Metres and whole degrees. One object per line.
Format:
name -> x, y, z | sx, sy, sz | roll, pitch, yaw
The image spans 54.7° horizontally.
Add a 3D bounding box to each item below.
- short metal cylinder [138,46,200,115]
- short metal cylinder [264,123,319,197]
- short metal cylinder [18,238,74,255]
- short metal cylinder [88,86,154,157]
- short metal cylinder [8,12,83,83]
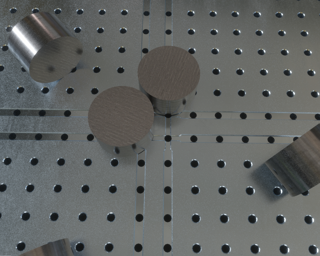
short metal cylinder -> 0.011, -0.064, 0.422 | 0.081, 0.050, 0.080 | 0, 71, -1
short metal cylinder -> 0.174, 0.038, 0.371 | 0.080, 0.080, 0.050 | -32, 74, -11
short metal cylinder -> -0.127, 0.157, 0.324 | 0.080, 0.080, 0.050 | -23, 72, -9
short metal cylinder -> -0.048, -0.007, 0.401 | 0.081, 0.050, 0.080 | 0, 70, -1
short metal cylinder -> -0.154, -0.108, 0.420 | 0.080, 0.080, 0.050 | -39, 75, -13
